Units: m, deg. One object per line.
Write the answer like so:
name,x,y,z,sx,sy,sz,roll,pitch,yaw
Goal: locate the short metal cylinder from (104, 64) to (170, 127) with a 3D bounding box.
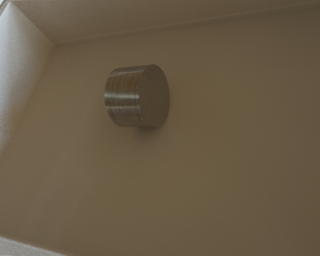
short metal cylinder,-0.028,-0.041,0.406,0.050,0.080,0.080,0,62,28
